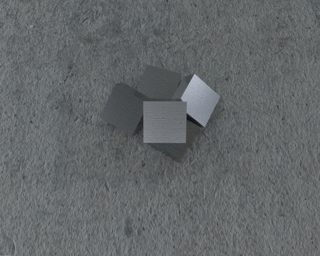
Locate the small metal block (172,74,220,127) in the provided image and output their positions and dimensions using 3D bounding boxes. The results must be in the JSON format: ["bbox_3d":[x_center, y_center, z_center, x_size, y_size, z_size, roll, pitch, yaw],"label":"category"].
[{"bbox_3d":[0.045,-0.035,0.411,0.050,0.025,0.050,37,71,-23],"label":"small metal block"}]

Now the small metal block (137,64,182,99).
[{"bbox_3d":[-0.002,-0.055,0.430,0.050,0.025,0.050,16,71,5],"label":"small metal block"}]

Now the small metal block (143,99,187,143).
[{"bbox_3d":[0.006,-0.009,0.374,0.050,0.025,0.050,0,103,0],"label":"small metal block"}]

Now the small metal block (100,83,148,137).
[{"bbox_3d":[-0.042,-0.025,0.406,0.050,0.025,0.050,32,109,9],"label":"small metal block"}]

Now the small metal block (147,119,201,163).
[{"bbox_3d":[0.017,0.010,0.406,0.050,0.025,0.050,31,73,10],"label":"small metal block"}]
